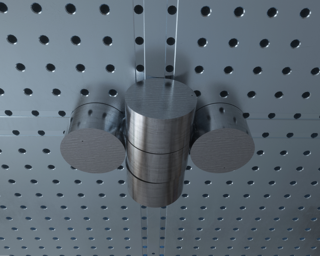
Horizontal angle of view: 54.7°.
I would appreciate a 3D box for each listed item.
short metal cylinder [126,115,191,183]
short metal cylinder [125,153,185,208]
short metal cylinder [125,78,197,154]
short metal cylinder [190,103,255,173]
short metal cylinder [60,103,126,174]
[{"bbox_3d":[-0.002,0.023,0.394,0.081,0.080,0.050,2,130,-2],"label":"short metal cylinder"},{"bbox_3d":[-0.006,0.062,0.427,0.081,0.080,0.050,1,130,-1],"label":"short metal cylinder"},{"bbox_3d":[0.000,-0.016,0.361,0.081,0.080,0.050,2,130,-2],"label":"short metal cylinder"},{"bbox_3d":[0.078,0.014,0.408,0.081,0.050,0.079,0,130,0],"label":"short metal cylinder"},{"bbox_3d":[-0.084,0.014,0.405,0.081,0.050,0.079,0,130,0],"label":"short metal cylinder"}]
